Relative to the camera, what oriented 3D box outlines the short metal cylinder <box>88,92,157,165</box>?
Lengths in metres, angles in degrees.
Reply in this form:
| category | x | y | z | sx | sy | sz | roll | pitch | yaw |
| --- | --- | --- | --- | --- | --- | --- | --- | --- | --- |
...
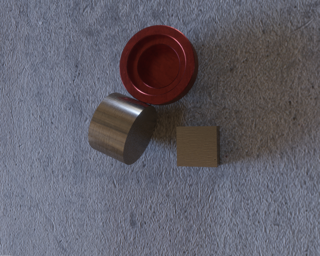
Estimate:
| category | x | y | z | sx | sy | sz | roll | pitch | yaw |
| --- | --- | --- | --- | --- | --- | --- | --- | --- | --- |
| short metal cylinder | -0.046 | 0.000 | 0.395 | 0.050 | 0.080 | 0.080 | 23 | 97 | 18 |

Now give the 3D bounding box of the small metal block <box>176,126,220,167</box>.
| category | x | y | z | sx | sy | sz | roll | pitch | yaw |
| --- | --- | --- | --- | --- | --- | --- | --- | --- | --- |
| small metal block | 0.049 | 0.023 | 0.391 | 0.050 | 0.025 | 0.050 | -1 | 90 | 19 |

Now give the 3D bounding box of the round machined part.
| category | x | y | z | sx | sy | sz | roll | pitch | yaw |
| --- | --- | --- | --- | --- | --- | --- | --- | --- | --- |
| round machined part | 0.002 | -0.078 | 0.398 | 0.098 | 0.042 | 0.097 | 0 | 90 | 19 |
